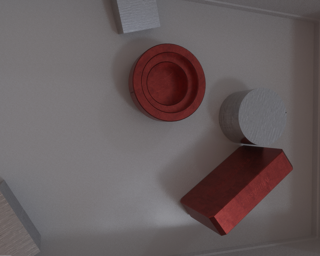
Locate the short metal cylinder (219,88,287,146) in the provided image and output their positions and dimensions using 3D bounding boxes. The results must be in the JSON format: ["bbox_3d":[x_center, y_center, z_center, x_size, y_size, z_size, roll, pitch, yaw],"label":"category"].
[{"bbox_3d":[0.133,-0.016,0.448,0.081,0.050,0.079,0,90,-21],"label":"short metal cylinder"}]

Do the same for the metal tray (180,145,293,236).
[{"bbox_3d":[0.099,0.076,0.414,0.131,0.090,0.030,-38,103,-16],"label":"metal tray"}]

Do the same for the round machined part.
[{"bbox_3d":[0.006,-0.057,0.405,0.099,0.042,0.097,0,90,-21],"label":"round machined part"}]

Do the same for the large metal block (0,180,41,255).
[{"bbox_3d":[-0.186,0.114,0.329,0.080,0.050,0.080,-31,101,-18],"label":"large metal block"}]

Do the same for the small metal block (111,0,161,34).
[{"bbox_3d":[-0.031,-0.150,0.394,0.050,0.025,0.050,-17,109,-19],"label":"small metal block"}]
